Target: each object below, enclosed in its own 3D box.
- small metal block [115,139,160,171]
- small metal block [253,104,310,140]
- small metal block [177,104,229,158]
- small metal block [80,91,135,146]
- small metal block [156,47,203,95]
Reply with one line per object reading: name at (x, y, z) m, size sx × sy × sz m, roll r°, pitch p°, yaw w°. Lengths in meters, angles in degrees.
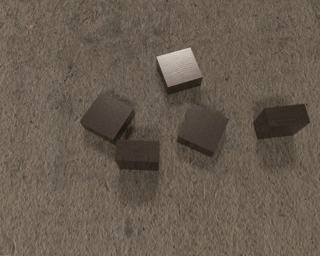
small metal block at (-0.026, 0.035, 0.382) m, size 0.050 × 0.050 × 0.025 m, roll 3°, pitch 70°, yaw 0°
small metal block at (0.155, -0.007, 0.399) m, size 0.050 × 0.050 × 0.025 m, roll -7°, pitch 71°, yaw -3°
small metal block at (0.056, 0.004, 0.408) m, size 0.050 × 0.025 × 0.050 m, roll 25°, pitch 72°, yaw 8°
small metal block at (-0.069, -0.013, 0.412) m, size 0.050 × 0.025 × 0.050 m, roll 28°, pitch 72°, yaw 9°
small metal block at (0.027, -0.080, 0.438) m, size 0.050 × 0.025 × 0.050 m, roll -17°, pitch 71°, yaw -7°
